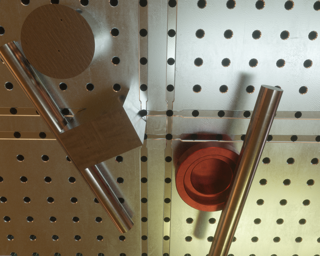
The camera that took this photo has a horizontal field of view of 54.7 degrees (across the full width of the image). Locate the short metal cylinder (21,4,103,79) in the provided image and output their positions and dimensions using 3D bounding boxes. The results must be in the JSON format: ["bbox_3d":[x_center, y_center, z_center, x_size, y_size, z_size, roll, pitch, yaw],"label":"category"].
[{"bbox_3d":[-0.111,-0.102,0.361,0.081,0.050,0.079,0,110,0],"label":"short metal cylinder"}]

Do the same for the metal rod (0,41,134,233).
[{"bbox_3d":[-0.119,0.025,0.421,0.025,0.025,0.299,-26,108,9],"label":"metal rod"}]

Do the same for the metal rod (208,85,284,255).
[{"bbox_3d":[0.099,0.091,0.402,0.025,0.025,0.298,10,110,-4],"label":"metal rod"}]

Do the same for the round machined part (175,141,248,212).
[{"bbox_3d":[0.070,0.063,0.428,0.099,0.042,0.097,0,110,0],"label":"round machined part"}]

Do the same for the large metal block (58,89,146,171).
[{"bbox_3d":[-0.066,-0.001,0.383,0.080,0.080,0.050,-23,109,8],"label":"large metal block"}]
